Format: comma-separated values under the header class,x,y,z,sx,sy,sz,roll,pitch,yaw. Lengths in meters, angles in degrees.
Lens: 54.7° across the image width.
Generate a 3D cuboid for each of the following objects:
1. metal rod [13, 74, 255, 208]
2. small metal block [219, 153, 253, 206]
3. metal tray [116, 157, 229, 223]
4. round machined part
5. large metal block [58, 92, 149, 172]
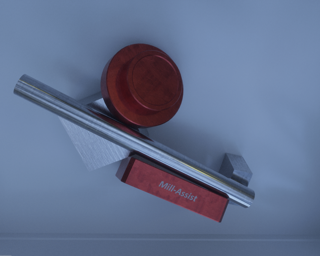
class,x,y,z,sx,sy,sz,roll,pitch,yaw
metal rod,-0.020,0.021,0.362,0.301,0.025,0.025,27,108,-10
small metal block,0.099,0.069,0.423,0.025,0.050,0.050,14,110,-5
metal tray,0.011,0.076,0.400,0.131,0.090,0.030,25,81,-10
round machined part,-0.014,-0.050,0.354,0.099,0.042,0.097,4,82,-28
large metal block,-0.067,-0.002,0.394,0.080,0.050,0.080,-21,109,7
